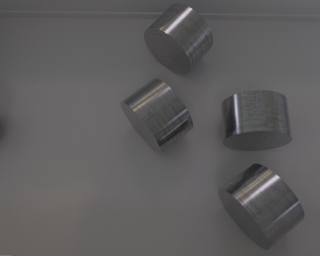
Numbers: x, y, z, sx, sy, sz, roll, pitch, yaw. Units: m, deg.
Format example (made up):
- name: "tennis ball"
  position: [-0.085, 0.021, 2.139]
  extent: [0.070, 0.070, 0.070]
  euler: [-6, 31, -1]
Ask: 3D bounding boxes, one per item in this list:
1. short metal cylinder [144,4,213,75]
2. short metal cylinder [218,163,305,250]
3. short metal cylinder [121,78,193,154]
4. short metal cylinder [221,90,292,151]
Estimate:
- name: "short metal cylinder"
  position: [0.025, -0.120, 0.424]
  extent: [0.080, 0.080, 0.050]
  euler: [37, 74, 12]
- name: "short metal cylinder"
  position: [0.112, 0.087, 0.349]
  extent: [0.050, 0.080, 0.080]
  euler: [-34, 74, -11]
- name: "short metal cylinder"
  position: [-0.004, -0.014, 0.386]
  extent: [0.050, 0.080, 0.080]
  euler: [-38, 75, -12]
- name: "short metal cylinder"
  position: [0.117, -0.007, 0.383]
  extent: [0.080, 0.080, 0.050]
  euler: [1, 70, 0]
